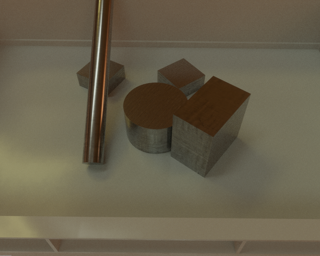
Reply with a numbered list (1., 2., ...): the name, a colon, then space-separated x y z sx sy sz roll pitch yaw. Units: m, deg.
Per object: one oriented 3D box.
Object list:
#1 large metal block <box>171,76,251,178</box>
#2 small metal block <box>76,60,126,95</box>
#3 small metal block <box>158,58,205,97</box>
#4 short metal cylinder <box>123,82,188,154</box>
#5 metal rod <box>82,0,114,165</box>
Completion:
1. large metal block: 0.059 -0.001 0.371 0.050 0.080 0.080 31 57 23
2. small metal block: -0.089 -0.080 0.471 0.050 0.025 0.050 24 54 19
3. small metal block: 0.032 -0.074 0.468 0.050 0.025 0.050 -30 56 -23
4. short metal cylinder: -0.005 -0.013 0.400 0.081 0.050 0.080 0 50 0
5. metal rod: -0.078 -0.102 0.407 0.025 0.025 0.299 1 76 0
